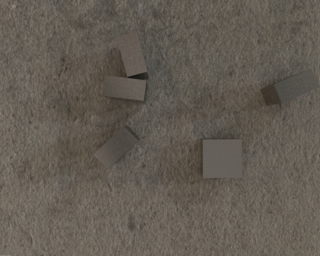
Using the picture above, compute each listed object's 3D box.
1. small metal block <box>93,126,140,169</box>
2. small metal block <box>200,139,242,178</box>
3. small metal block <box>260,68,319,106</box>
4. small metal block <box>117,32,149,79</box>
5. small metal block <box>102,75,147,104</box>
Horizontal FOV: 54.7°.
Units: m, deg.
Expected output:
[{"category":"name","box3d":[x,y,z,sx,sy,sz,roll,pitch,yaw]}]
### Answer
[{"category":"small metal block","box3d":[-0.053,0.023,0.397,0.050,0.050,0.025,-44,91,0]},{"category":"small metal block","box3d":[0.080,0.039,0.411,0.050,0.025,0.050,0,90,-1]},{"category":"small metal block","box3d":[0.166,-0.051,0.400,0.050,0.050,0.025,-23,90,0]},{"category":"small metal block","box3d":[-0.034,-0.089,0.397,0.025,0.050,0.050,-15,90,0]},{"category":"small metal block","box3d":[-0.043,-0.048,0.397,0.050,0.050,0.025,7,90,-1]}]
